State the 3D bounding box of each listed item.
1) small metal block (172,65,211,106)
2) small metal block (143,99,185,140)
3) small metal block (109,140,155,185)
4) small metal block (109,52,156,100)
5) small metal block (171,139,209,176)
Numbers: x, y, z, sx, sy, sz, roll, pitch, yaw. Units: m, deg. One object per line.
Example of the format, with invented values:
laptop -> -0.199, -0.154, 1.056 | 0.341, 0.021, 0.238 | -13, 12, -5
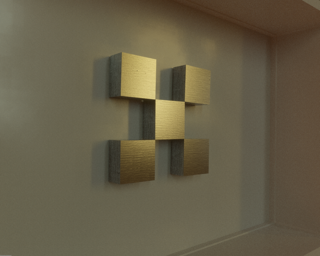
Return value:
small metal block -> 0.045, -0.059, 0.441 | 0.050, 0.025, 0.050 | 3, 88, -40
small metal block -> 0.006, -0.010, 0.408 | 0.050, 0.025, 0.050 | 1, 90, -40
small metal block -> -0.034, 0.039, 0.376 | 0.050, 0.025, 0.050 | 1, 90, -40
small metal block -> -0.033, -0.061, 0.376 | 0.050, 0.025, 0.050 | 2, 89, -40
small metal block -> 0.043, 0.040, 0.440 | 0.050, 0.025, 0.050 | 2, 89, -40
